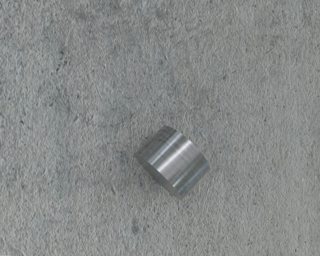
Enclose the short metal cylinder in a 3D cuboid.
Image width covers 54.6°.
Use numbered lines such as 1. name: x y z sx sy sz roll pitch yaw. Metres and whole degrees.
1. short metal cylinder: 0.014 0.043 0.385 0.050 0.080 0.080 -45 104 -14
